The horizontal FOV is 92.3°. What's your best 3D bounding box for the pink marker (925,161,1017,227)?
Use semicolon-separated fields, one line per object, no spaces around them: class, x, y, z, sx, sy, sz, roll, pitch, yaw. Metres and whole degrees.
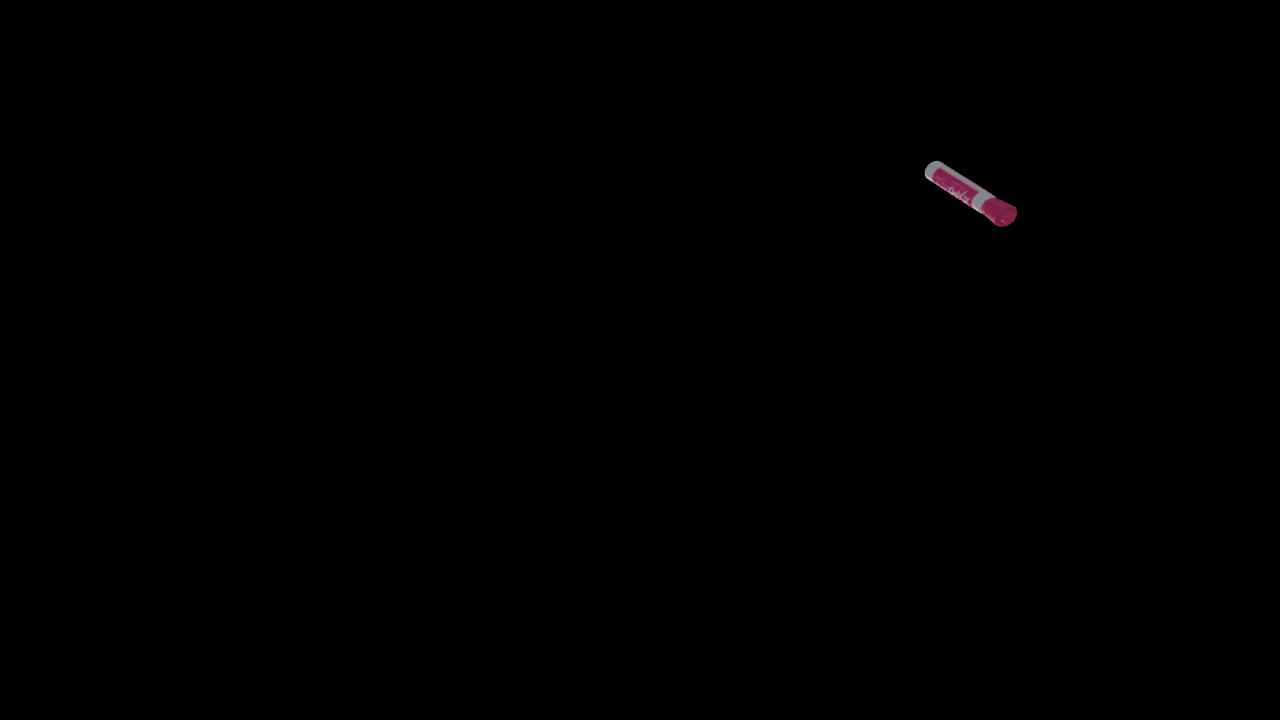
pink marker;0.295;-0.150;0.552;0.020;0.020;0.121;0;36;-10
